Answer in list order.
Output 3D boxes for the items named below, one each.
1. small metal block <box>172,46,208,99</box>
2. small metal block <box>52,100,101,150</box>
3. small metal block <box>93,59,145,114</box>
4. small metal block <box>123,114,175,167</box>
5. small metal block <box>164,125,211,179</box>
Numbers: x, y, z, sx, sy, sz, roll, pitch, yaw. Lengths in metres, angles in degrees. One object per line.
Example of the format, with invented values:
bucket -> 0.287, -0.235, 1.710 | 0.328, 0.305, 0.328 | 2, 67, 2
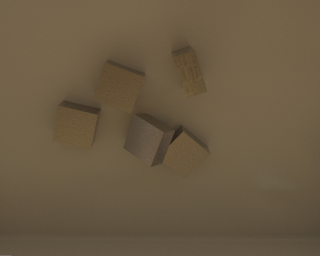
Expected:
small metal block -> 0.034, -0.069, 0.373 | 0.025, 0.050, 0.050 | -18, 109, 6
small metal block -> -0.109, -0.004, 0.408 | 0.050, 0.025, 0.050 | 13, 110, -6
small metal block -> -0.051, -0.052, 0.391 | 0.050, 0.025, 0.050 | 20, 109, -8
small metal block -> -0.015, 0.015, 0.403 | 0.050, 0.025, 0.050 | 32, 112, 29
small metal block -> 0.032, 0.033, 0.424 | 0.050, 0.025, 0.050 | 40, 105, -14
